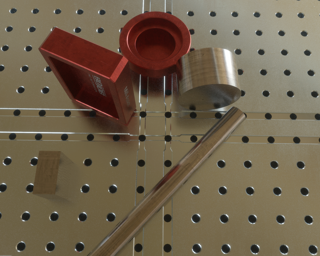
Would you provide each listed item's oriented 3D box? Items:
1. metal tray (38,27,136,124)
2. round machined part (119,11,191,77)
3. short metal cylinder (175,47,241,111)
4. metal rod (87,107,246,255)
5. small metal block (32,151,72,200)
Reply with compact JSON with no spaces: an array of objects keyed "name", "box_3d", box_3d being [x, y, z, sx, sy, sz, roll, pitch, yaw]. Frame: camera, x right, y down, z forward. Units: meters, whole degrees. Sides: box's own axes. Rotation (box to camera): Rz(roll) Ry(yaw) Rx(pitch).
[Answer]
[{"name":"metal tray","box_3d":[-0.080,-0.056,0.375,0.090,0.130,0.030,24,72,8]},{"name":"round machined part","box_3d":[-0.006,-0.114,0.443,0.099,0.042,0.098,0,68,0]},{"name":"short metal cylinder","box_3d":[0.062,-0.061,0.406,0.081,0.080,0.050,-3,70,-2]},{"name":"metal rod","box_3d":[0.001,0.081,0.381,0.025,0.025,0.301,42,75,13]},{"name":"small metal block","box_3d":[-0.129,0.058,0.376,0.025,0.050,0.050,1,70,0]}]
